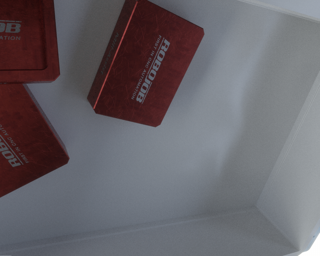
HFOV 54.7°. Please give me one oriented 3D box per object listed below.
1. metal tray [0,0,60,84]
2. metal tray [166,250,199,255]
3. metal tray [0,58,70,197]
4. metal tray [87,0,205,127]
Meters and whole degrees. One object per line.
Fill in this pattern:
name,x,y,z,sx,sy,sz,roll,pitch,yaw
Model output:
metal tray,-0.154,-0.080,0.248,0.131,0.030,0.089,-6,96,-26
metal tray,0.024,0.305,0.613,0.091,0.030,0.129,1,118,-29
metal tray,-0.164,0.004,0.319,0.091,0.030,0.129,-28,128,-11
metal tray,-0.017,-0.070,0.354,0.091,0.030,0.129,13,111,-34
